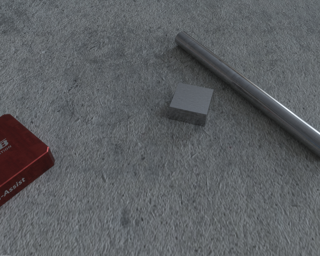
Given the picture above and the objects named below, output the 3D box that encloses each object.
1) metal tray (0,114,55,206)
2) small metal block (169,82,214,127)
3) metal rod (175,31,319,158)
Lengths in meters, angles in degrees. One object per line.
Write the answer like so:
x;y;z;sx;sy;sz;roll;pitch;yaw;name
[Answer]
-0.203;0.049;0.356;0.090;0.030;0.131;33;57;24;metal tray
0.044;-0.033;0.432;0.050;0.025;0.050;13;51;10;small metal block
0.123;-0.062;0.456;0.025;0.025;0.300;-29;56;-22;metal rod
